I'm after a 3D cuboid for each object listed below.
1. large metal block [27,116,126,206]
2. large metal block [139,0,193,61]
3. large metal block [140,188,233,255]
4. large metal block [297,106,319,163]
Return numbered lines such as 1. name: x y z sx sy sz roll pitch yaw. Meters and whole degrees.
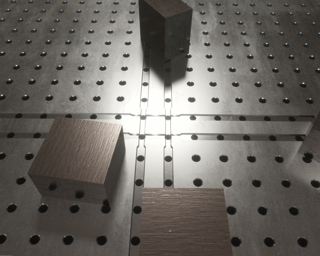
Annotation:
1. large metal block: -0.090 0.037 0.359 0.080 0.050 0.080 7 50 5
2. large metal block: 0.007 -0.173 0.517 0.050 0.080 0.080 -26 55 -20
3. large metal block: 0.023 0.106 0.302 0.081 0.050 0.080 1 50 0
4. large metal block: 0.233 0.007 0.388 0.080 0.050 0.080 27 55 20
